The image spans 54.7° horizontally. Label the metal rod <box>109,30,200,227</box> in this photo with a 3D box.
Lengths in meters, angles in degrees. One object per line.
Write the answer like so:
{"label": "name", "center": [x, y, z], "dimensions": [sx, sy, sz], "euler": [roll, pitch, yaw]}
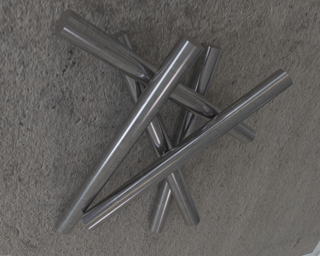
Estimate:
{"label": "metal rod", "center": [0.002, 0.023, 0.399], "dimensions": [0.025, 0.025, 0.299], "euler": [-28, 122, -11]}

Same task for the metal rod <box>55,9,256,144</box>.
{"label": "metal rod", "center": [0.023, -0.040, 0.359], "dimensions": [0.301, 0.025, 0.025], "euler": [26, 104, -39]}

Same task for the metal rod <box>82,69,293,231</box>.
{"label": "metal rod", "center": [0.030, 0.028, 0.381], "dimensions": [0.300, 0.025, 0.025], "euler": [-37, 130, 3]}

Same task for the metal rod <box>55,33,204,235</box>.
{"label": "metal rod", "center": [-0.050, 0.027, 0.353], "dimensions": [0.025, 0.025, 0.298], "euler": [17, 123, -35]}

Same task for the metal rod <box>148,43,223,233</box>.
{"label": "metal rod", "center": [0.029, 0.031, 0.441], "dimensions": [0.025, 0.025, 0.298], "euler": [1, 118, -29]}
